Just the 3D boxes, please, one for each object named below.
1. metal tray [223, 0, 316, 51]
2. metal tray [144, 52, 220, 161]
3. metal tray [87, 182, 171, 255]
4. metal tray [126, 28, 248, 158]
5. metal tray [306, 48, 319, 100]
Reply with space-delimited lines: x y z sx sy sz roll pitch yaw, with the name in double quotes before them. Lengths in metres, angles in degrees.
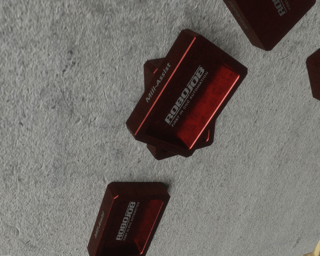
"metal tray" 0.125 -0.167 0.368 0.090 0.030 0.130 -48 129 5
"metal tray" 0.028 -0.027 0.401 0.091 0.030 0.129 -14 124 -21
"metal tray" -0.048 0.142 0.465 0.091 0.030 0.129 6 115 -31
"metal tray" 0.031 -0.035 0.359 0.091 0.030 0.129 22 106 -37
"metal tray" 0.303 -0.111 0.499 0.130 0.030 0.090 -38 129 -3
